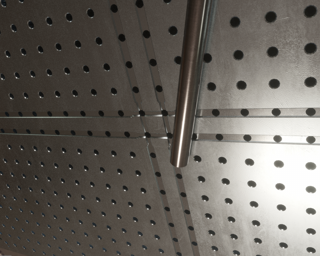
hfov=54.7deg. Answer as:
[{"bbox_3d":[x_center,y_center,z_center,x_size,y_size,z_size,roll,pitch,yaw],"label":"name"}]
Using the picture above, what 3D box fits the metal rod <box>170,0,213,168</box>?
[{"bbox_3d":[0.036,-0.078,0.342,0.025,0.025,0.298,17,125,18],"label":"metal rod"}]
